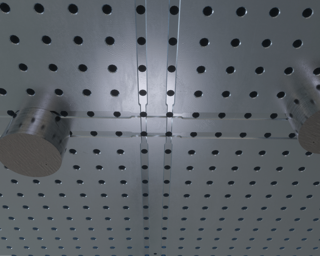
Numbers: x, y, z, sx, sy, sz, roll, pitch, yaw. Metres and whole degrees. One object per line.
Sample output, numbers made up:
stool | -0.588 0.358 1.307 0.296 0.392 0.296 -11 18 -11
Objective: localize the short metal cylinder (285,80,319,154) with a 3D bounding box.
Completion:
short metal cylinder | 0.205 -0.013 0.386 0.081 0.050 0.079 0 130 0

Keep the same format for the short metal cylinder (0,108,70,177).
short metal cylinder | -0.165 0.020 0.411 0.081 0.050 0.079 0 131 0
